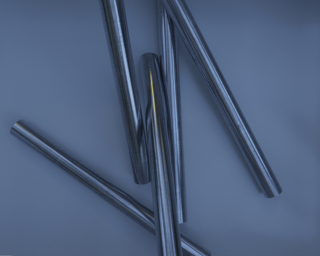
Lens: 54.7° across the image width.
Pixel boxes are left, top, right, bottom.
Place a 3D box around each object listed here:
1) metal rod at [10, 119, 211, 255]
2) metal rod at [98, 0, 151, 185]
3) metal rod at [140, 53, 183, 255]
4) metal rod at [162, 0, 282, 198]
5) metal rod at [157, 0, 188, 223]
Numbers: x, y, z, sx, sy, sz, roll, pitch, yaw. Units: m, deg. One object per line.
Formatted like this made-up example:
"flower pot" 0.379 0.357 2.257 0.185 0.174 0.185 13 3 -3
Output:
"metal rod" -0.065 0.084 0.403 0.301 0.025 0.025 35 90 2
"metal rod" -0.041 -0.065 0.348 0.025 0.025 0.298 -8 116 0
"metal rod" 0.001 0.043 0.353 0.025 0.025 0.299 -6 66 0
"metal rod" 0.080 -0.044 0.399 0.025 0.025 0.299 -29 96 0
"metal rod" 0.016 -0.026 0.411 0.025 0.025 0.298 -3 90 -1
